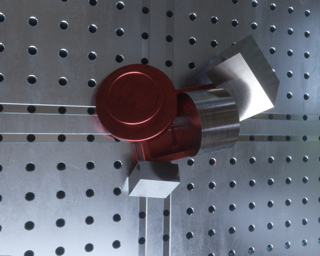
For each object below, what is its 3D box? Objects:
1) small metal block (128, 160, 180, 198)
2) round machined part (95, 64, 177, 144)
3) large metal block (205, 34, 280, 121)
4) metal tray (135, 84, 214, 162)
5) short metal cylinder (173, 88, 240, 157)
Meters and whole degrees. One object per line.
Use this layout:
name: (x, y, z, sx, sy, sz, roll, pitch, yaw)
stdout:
small metal block: (-0.009, 0.066, 0.390, 0.050, 0.050, 0.025, 8, 53, -19)
round machined part: (-0.029, -0.032, 0.369, 0.099, 0.042, 0.098, -1, 76, 3)
large metal block: (0.114, -0.068, 0.417, 0.080, 0.050, 0.080, 53, 38, -13)
metal tray: (0.029, -0.007, 0.418, 0.131, 0.030, 0.089, -12, 94, -20)
short metal cylinder: (0.054, -0.008, 0.386, 0.050, 0.080, 0.079, -10, 94, -21)
